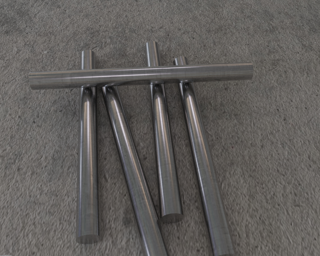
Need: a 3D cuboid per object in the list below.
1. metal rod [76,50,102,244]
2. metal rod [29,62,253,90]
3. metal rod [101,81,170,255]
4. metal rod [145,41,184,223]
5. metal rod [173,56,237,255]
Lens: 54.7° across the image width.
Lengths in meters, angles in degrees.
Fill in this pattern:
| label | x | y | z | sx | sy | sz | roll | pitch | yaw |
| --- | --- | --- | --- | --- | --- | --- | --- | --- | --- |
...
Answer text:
| label | x | y | z | sx | sy | sz | roll | pitch | yaw |
| --- | --- | --- | --- | --- | --- | --- | --- | --- | --- |
| metal rod | -0.093 | -0.002 | 0.404 | 0.025 | 0.025 | 0.300 | -7 | 50 | -6 |
| metal rod | -0.023 | -0.072 | 0.429 | 0.302 | 0.025 | 0.025 | -3 | 50 | -3 |
| metal rod | -0.039 | 0.029 | 0.377 | 0.025 | 0.025 | 0.300 | -13 | 51 | -11 |
| metal rod | 0.000 | -0.020 | 0.419 | 0.025 | 0.025 | 0.300 | -4 | 50 | -3 |
| metal rod | 0.047 | 0.011 | 0.393 | 0.025 | 0.025 | 0.300 | -4 | 50 | -4 |
